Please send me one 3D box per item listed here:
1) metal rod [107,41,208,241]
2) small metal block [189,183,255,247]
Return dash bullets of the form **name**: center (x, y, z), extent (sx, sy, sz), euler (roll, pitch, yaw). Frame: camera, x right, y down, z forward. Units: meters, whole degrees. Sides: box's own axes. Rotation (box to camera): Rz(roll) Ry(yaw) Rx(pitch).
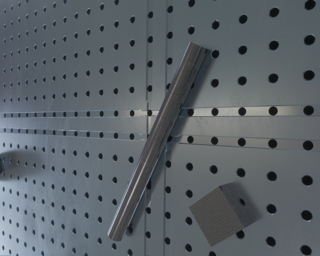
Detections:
- **metal rod**: center (-0.010, 0.031, 0.417), extent (0.025, 0.025, 0.298), euler (36, 112, 34)
- **small metal block**: center (0.069, 0.099, 0.352), extent (0.050, 0.025, 0.050), euler (-44, 64, 31)
